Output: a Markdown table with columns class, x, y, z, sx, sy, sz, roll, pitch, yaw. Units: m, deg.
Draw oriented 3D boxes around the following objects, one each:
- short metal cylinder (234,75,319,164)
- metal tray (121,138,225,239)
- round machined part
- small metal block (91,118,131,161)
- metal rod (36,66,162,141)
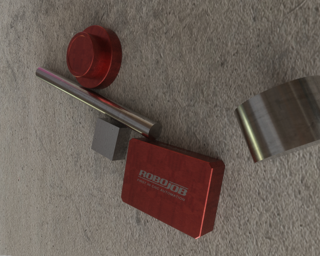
| class | x | y | z | sx | sy | sz | roll | pitch | yaw |
| --- | --- | --- | --- | --- | --- | --- | --- | --- | --- |
| short metal cylinder | 0.113 | -0.005 | 0.275 | 0.080 | 0.081 | 0.050 | -28 | 73 | 36 |
| metal tray | 0.011 | 0.069 | 0.391 | 0.130 | 0.030 | 0.089 | 15 | 99 | 38 |
| round machined part | -0.108 | -0.111 | 0.480 | 0.098 | 0.042 | 0.097 | 0 | 90 | 39 |
| small metal block | -0.073 | 0.016 | 0.463 | 0.050 | 0.025 | 0.050 | 23 | 104 | 37 |
| metal rod | -0.115 | -0.050 | 0.496 | 0.300 | 0.025 | 0.025 | 27 | 107 | 36 |
